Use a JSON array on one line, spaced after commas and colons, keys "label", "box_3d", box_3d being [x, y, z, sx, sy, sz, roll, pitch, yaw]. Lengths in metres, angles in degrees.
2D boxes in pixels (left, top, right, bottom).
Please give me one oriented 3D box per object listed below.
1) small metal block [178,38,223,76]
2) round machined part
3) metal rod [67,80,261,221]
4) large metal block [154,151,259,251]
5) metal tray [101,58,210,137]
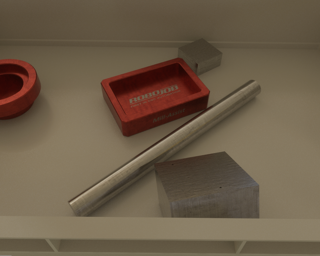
[{"label": "small metal block", "box_3d": [0.064, -0.116, 0.503, 0.050, 0.025, 0.050, -28, 56, -22]}, {"label": "round machined part", "box_3d": [-0.217, -0.050, 0.433, 0.099, 0.042, 0.098, 0, 50, 0]}, {"label": "metal rod", "box_3d": [0.024, 0.014, 0.393, 0.302, 0.025, 0.025, -33, 58, -25]}, {"label": "large metal block", "box_3d": [0.043, 0.067, 0.310, 0.081, 0.050, 0.080, -9, 19, -8]}, {"label": "metal tray", "box_3d": [-0.007, -0.048, 0.441, 0.131, 0.030, 0.090, -20, 53, -17]}]
